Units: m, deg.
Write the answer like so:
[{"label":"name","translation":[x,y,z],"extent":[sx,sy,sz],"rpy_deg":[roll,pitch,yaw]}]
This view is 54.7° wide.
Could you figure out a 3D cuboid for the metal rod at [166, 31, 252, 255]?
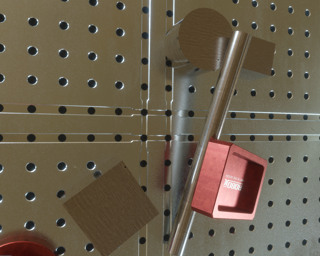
[{"label":"metal rod","translation":[0.062,0.025,0.405],"extent":[0.025,0.025,0.298],"rpy_deg":[14,97,-20]}]

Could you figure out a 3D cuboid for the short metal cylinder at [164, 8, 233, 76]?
[{"label":"short metal cylinder","translation":[0.052,-0.113,0.418],"extent":[0.081,0.050,0.079],"rpy_deg":[0,90,-20]}]

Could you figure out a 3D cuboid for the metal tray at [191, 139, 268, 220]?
[{"label":"metal tray","translation":[0.098,0.073,0.412],"extent":[0.131,0.030,0.090],"rpy_deg":[23,81,-50]}]

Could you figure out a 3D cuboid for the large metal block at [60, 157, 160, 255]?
[{"label":"large metal block","translation":[-0.062,0.093,0.377],"extent":[0.080,0.050,0.080],"rpy_deg":[-36,102,-16]}]

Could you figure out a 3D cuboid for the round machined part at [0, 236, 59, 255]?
[{"label":"round machined part","translation":[-0.160,0.176,0.345],"extent":[0.099,0.042,0.097],"rpy_deg":[0,90,-20]}]

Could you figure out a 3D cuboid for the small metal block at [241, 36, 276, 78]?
[{"label":"small metal block","translation":[0.141,-0.106,0.464],"extent":[0.050,0.025,0.050],"rpy_deg":[11,86,-20]}]
